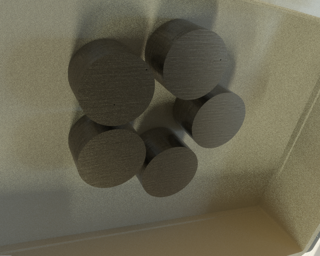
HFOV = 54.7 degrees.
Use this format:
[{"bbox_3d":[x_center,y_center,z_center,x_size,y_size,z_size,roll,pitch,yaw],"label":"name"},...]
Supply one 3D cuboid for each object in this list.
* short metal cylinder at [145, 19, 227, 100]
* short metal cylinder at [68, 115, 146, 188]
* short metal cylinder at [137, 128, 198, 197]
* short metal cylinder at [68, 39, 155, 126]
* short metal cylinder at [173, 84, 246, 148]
[{"bbox_3d":[0.029,-0.079,0.357,0.081,0.050,0.079,-14,124,-21],"label":"short metal cylinder"},{"bbox_3d":[-0.064,0.024,0.370,0.081,0.050,0.079,-14,124,-21],"label":"short metal cylinder"},{"bbox_3d":[0.004,0.046,0.420,0.081,0.050,0.079,-14,124,-21],"label":"short metal cylinder"},{"bbox_3d":[-0.052,-0.049,0.331,0.081,0.050,0.079,-14,124,-21],"label":"short metal cylinder"},{"bbox_3d":[0.065,-0.020,0.413,0.081,0.050,0.079,-14,124,-21],"label":"short metal cylinder"}]
